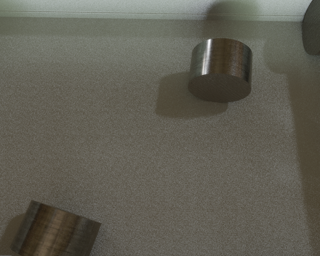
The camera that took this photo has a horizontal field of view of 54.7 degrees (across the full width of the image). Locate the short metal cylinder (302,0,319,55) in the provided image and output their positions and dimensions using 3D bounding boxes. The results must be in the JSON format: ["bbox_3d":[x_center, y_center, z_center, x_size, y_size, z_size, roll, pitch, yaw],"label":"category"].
[{"bbox_3d":[0.244,-0.143,0.436,0.050,0.080,0.080,1,70,0],"label":"short metal cylinder"}]

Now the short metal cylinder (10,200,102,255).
[{"bbox_3d":[-0.111,0.116,0.337,0.080,0.080,0.050,17,71,6],"label":"short metal cylinder"}]

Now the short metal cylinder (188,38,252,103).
[{"bbox_3d":[0.080,-0.073,0.408,0.080,0.080,0.050,8,70,2],"label":"short metal cylinder"}]
